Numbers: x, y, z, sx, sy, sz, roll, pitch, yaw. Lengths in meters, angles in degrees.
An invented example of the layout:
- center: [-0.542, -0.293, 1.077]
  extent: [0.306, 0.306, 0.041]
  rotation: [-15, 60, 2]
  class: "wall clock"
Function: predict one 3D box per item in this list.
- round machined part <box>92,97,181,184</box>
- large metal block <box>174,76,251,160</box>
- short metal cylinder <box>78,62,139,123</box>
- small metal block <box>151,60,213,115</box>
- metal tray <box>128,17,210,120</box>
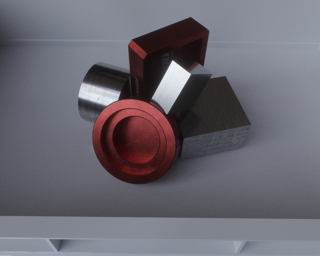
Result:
- center: [-0.024, 0.012, 0.358]
  extent: [0.098, 0.097, 0.042]
  rotation: [16, 16, 12]
  class: "round machined part"
- center: [0.055, -0.014, 0.389]
  extent: [0.081, 0.050, 0.080]
  rotation: [-11, 56, -10]
  class: "large metal block"
- center: [-0.061, -0.040, 0.400]
  extent: [0.050, 0.080, 0.080]
  rotation: [18, 52, 14]
  class: "short metal cylinder"
- center: [0.024, -0.045, 0.336]
  extent: [0.025, 0.050, 0.050]
  rotation: [42, 29, 21]
  class: "small metal block"
- center: [0.010, -0.062, 0.387]
  extent: [0.091, 0.129, 0.030]
  rotation: [-28, 57, -22]
  class: "metal tray"
